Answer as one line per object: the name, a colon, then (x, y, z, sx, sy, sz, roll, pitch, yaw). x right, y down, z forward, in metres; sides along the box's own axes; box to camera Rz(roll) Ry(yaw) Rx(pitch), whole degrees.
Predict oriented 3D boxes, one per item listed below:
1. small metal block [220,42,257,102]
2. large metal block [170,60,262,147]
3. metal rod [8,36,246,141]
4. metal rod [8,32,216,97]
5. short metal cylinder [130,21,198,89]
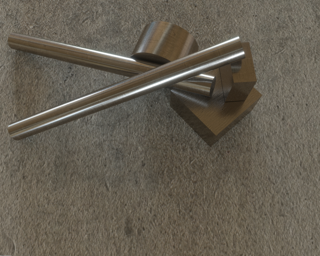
small metal block: (0.090, -0.065, 0.365, 0.025, 0.050, 0.050, -4, 70, -1)
large metal block: (0.070, -0.035, 0.408, 0.080, 0.050, 0.080, -40, 75, -12)
metal rod: (-0.051, -0.041, 0.367, 0.301, 0.025, 0.025, -18, 70, 15)
metal rod: (-0.076, -0.089, 0.410, 0.301, 0.025, 0.025, 16, 70, 17)
short metal cylinder: (0.005, -0.096, 0.417, 0.080, 0.080, 0.050, 20, 71, 6)
